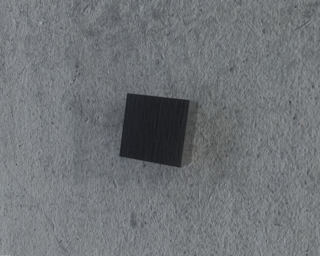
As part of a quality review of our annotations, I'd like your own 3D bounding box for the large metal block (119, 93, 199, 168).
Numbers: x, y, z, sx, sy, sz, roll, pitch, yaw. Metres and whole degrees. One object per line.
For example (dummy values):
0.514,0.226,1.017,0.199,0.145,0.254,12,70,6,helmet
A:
0.000,0.001,0.396,0.080,0.050,0.079,8,93,19,large metal block
